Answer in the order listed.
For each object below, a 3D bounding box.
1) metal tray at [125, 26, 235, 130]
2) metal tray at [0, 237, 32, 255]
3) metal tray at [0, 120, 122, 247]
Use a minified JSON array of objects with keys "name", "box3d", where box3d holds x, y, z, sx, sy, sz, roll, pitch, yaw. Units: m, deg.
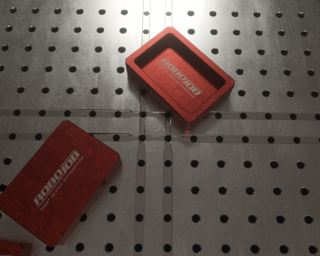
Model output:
[{"name":"metal tray","box3d":[0.027,-0.072,0.435,0.090,0.030,0.130,-41,76,-14]},{"name":"metal tray","box3d":[-0.209,0.186,0.338,0.091,0.030,0.130,10,70,3]},{"name":"metal tray","box3d":[-0.121,0.066,0.384,0.090,0.030,0.130,32,73,10]}]
